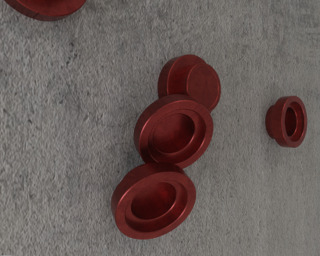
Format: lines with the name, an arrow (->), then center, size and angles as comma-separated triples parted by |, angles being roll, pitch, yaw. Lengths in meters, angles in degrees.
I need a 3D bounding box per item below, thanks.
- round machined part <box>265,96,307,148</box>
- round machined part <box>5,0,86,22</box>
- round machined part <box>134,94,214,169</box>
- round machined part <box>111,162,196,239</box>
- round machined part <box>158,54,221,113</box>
round machined part -> 0.239, -0.012, 0.593 | 0.099, 0.042, 0.097 | 0, 90, -40
round machined part -> -0.111, -0.158, 0.300 | 0.099, 0.042, 0.097 | 0, 90, -40
round machined part -> 0.014, 0.003, 0.387 | 0.099, 0.042, 0.097 | -11, 121, -20
round machined part -> -0.010, 0.081, 0.367 | 0.099, 0.042, 0.097 | -11, 122, -19
round machined part -> 0.048, -0.054, 0.433 | 0.099, 0.042, 0.097 | 0, 90, -40
